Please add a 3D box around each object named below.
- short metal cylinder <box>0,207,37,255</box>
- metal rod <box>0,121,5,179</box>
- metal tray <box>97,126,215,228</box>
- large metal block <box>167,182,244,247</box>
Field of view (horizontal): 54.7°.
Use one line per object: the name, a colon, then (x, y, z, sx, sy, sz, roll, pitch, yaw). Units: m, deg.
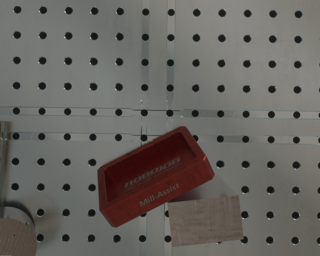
short metal cylinder: (-0.198, 0.144, 0.385, 0.081, 0.050, 0.079, -1, 93, -24)
metal rod: (-0.233, 0.138, 0.411, 0.025, 0.025, 0.298, 5, 90, 0)
metal tray: (-0.010, 0.055, 0.378, 0.130, 0.090, 0.030, -27, 118, 0)
large metal block: (0.051, 0.104, 0.386, 0.080, 0.080, 0.050, -6, 90, 0)
